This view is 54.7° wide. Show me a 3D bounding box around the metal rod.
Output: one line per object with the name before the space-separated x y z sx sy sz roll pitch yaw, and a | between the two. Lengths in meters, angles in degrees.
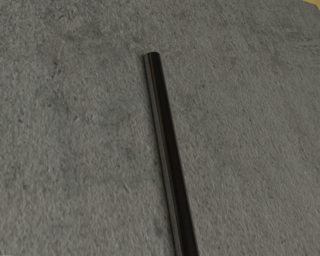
metal rod | 0.011 0.026 0.395 0.025 0.025 0.299 5 60 -26
